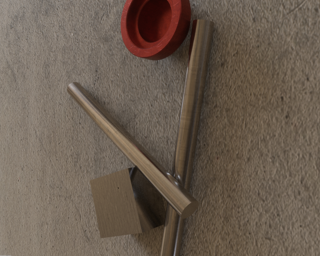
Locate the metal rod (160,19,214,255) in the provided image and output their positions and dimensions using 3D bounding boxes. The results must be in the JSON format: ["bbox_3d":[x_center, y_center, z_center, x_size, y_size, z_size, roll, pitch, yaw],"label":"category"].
[{"bbox_3d":[0.031,0.023,0.377,0.025,0.025,0.298,13,98,39],"label":"metal rod"}]

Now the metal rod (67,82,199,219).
[{"bbox_3d":[-0.056,0.011,0.429,0.300,0.025,0.025,41,115,38],"label":"metal rod"}]

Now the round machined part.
[{"bbox_3d":[-0.001,-0.135,0.393,0.098,0.042,0.097,0,90,39],"label":"round machined part"}]

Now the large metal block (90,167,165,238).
[{"bbox_3d":[-0.044,0.100,0.423,0.080,0.050,0.080,-22,76,37],"label":"large metal block"}]
